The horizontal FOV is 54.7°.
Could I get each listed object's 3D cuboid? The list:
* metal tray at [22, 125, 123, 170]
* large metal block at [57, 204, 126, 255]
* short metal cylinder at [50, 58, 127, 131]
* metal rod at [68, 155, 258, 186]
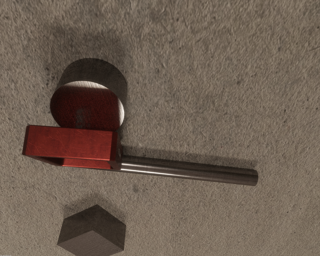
[{"bbox_3d":[-0.093,0.027,0.366,0.091,0.030,0.130,4,168,-4],"label":"metal tray"},{"bbox_3d":[-0.119,0.190,0.551,0.080,0.050,0.080,-27,125,21],"label":"large metal block"},{"bbox_3d":[-0.080,-0.034,0.361,0.081,0.050,0.079,-1,130,0],"label":"short metal cylinder"},{"bbox_3d":[-0.004,0.058,0.456,0.302,0.025,0.025,7,130,-7],"label":"metal rod"}]
